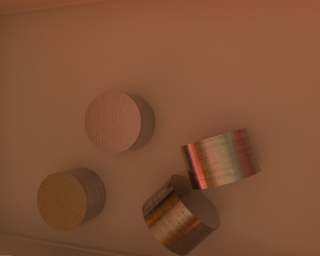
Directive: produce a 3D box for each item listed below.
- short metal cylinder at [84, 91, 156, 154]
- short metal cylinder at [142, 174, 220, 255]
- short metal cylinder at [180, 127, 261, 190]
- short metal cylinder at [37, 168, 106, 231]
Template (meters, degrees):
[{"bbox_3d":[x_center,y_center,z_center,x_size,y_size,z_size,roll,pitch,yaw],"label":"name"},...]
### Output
[{"bbox_3d":[-0.053,-0.008,0.416,0.080,0.050,0.080,0,90,20],"label":"short metal cylinder"},{"bbox_3d":[0.026,0.103,0.372,0.050,0.080,0.080,-46,76,14],"label":"short metal cylinder"},{"bbox_3d":[0.069,0.035,0.357,0.080,0.080,0.050,-18,84,19],"label":"short metal cylinder"},{"bbox_3d":[-0.125,0.099,0.441,0.080,0.050,0.080,0,90,20],"label":"short metal cylinder"}]
